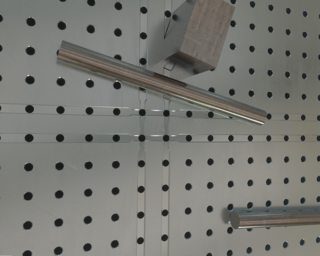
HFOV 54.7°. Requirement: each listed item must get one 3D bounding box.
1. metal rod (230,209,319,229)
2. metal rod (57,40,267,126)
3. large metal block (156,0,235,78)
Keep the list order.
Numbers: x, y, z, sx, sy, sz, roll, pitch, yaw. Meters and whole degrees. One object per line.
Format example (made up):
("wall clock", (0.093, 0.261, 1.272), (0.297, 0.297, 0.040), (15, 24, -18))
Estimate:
("metal rod", (0.251, 0.146, 0.508), (0.302, 0.025, 0.025), (4, 89, -20))
("metal rod", (0.017, -0.054, 0.419), (0.302, 0.025, 0.025), (16, 85, -20))
("large metal block", (0.043, -0.117, 0.400), (0.050, 0.080, 0.080), (20, 83, -19))
